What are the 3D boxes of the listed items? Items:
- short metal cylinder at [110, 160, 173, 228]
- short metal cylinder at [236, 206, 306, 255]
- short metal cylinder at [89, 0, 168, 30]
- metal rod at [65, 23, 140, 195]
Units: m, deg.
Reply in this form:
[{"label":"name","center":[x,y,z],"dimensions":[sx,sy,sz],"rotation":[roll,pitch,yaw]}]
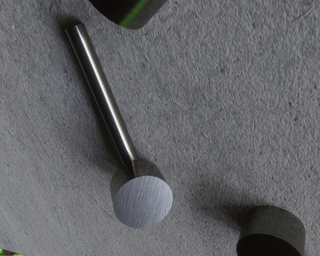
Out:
[{"label":"short metal cylinder","center":[-0.028,0.092,0.437],"dimensions":[0.081,0.050,0.079],"rotation":[-5,109,-14]},{"label":"short metal cylinder","center":[0.146,0.150,0.406],"dimensions":[0.080,0.050,0.079],"rotation":[13,124,21]},{"label":"short metal cylinder","center":[-0.030,-0.144,0.298],"dimensions":[0.080,0.080,0.050],"rotation":[49,129,-7]},{"label":"metal rod","center":[-0.059,0.004,0.440],"dimensions":[0.025,0.025,0.298],"rotation":[-6,116,31]}]
